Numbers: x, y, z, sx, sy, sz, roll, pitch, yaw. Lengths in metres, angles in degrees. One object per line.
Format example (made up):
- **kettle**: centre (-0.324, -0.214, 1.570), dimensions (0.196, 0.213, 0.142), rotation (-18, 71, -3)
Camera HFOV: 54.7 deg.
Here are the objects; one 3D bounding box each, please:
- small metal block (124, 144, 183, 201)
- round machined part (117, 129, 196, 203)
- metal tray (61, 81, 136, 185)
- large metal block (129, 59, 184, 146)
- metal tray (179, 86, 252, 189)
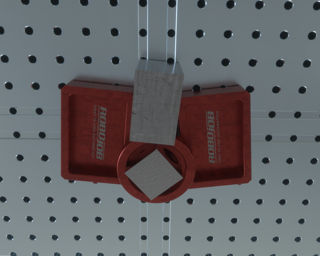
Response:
- **small metal block**: centre (-0.007, 0.053, 0.384), dimensions (0.050, 0.025, 0.050), rotation (-37, 106, 12)
- **round machined part**: centre (-0.004, 0.046, 0.407), dimensions (0.099, 0.042, 0.097), rotation (0, 110, 0)
- **metal tray**: centre (-0.081, 0.008, 0.409), dimensions (0.091, 0.030, 0.129), rotation (6, 110, -3)
- **large metal block**: centre (-0.005, -0.034, 0.367), dimensions (0.050, 0.080, 0.079), rotation (6, 110, -2)
- **metal tray**: centre (0.072, 0.014, 0.412), dimensions (0.091, 0.030, 0.129), rotation (-6, 110, 2)
